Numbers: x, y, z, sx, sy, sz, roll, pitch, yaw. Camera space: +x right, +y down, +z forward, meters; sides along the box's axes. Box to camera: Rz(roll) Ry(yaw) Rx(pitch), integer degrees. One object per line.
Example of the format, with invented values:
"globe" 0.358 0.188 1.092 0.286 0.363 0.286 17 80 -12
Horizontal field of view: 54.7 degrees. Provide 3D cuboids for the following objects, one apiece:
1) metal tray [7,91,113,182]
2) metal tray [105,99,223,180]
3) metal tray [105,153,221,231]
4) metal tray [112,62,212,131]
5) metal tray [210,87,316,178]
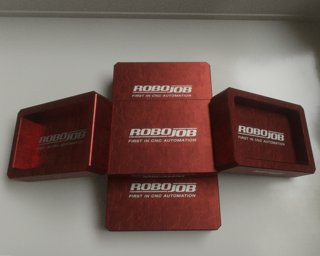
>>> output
"metal tray" -0.120 0.014 0.367 0.130 0.030 0.090 -9 69 28
"metal tray" 0.004 0.013 0.368 0.131 0.030 0.090 -1 70 -1
"metal tray" 0.004 0.078 0.375 0.131 0.030 0.090 0 70 -1
"metal tray" 0.003 -0.043 0.420 0.131 0.030 0.090 0 70 -1
"metal tray" 0.124 0.009 0.369 0.131 0.030 0.090 9 68 -28
